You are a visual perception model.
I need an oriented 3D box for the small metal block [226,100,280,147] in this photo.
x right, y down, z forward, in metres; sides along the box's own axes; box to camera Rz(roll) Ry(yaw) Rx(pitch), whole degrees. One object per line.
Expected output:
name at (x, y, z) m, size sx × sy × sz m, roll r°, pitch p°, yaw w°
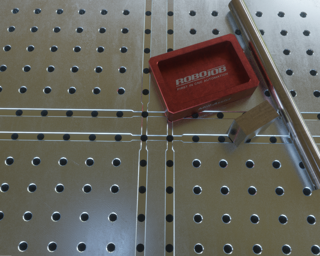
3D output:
small metal block at (0.118, -0.005, 0.401) m, size 0.050 × 0.050 × 0.025 m, roll -30°, pitch 73°, yaw -10°

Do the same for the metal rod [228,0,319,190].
metal rod at (0.162, -0.061, 0.434) m, size 0.025 × 0.025 × 0.299 m, roll -16°, pitch 71°, yaw -6°

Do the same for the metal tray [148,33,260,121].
metal tray at (0.059, -0.072, 0.435) m, size 0.131 × 0.030 × 0.090 m, roll -19°, pitch 71°, yaw -7°
